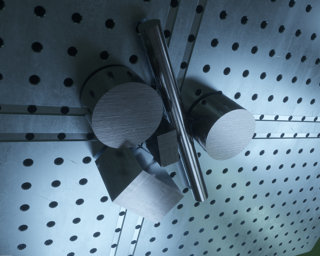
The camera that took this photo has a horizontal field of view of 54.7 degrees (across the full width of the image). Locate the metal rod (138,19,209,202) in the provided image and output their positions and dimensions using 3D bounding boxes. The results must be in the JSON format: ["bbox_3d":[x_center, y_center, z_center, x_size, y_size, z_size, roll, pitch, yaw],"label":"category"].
[{"bbox_3d":[0.028,0.000,0.422,0.025,0.025,0.299,-28,128,-11],"label":"metal rod"}]

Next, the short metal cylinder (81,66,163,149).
[{"bbox_3d":[-0.044,-0.024,0.352,0.081,0.050,0.079,-14,124,-21],"label":"short metal cylinder"}]

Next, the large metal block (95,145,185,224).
[{"bbox_3d":[-0.027,0.064,0.395,0.050,0.080,0.080,-47,129,5],"label":"large metal block"}]

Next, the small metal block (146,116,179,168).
[{"bbox_3d":[0.000,0.014,0.399,0.025,0.050,0.050,-20,126,-17],"label":"small metal block"}]

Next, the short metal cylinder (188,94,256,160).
[{"bbox_3d":[0.086,-0.001,0.436,0.081,0.050,0.079,-14,124,-21],"label":"short metal cylinder"}]
